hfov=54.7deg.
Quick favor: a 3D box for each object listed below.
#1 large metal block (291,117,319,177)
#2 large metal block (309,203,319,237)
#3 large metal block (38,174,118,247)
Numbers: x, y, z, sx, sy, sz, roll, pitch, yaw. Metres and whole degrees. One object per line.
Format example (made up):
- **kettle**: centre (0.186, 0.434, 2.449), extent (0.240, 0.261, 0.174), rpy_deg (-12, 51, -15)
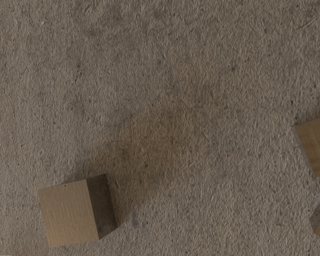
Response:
- **large metal block**: centre (0.185, 0.008, 0.314), extent (0.080, 0.080, 0.050), rpy_deg (-22, 83, 19)
- **large metal block**: centre (0.216, 0.092, 0.319), extent (0.080, 0.050, 0.080), rpy_deg (31, 100, 17)
- **large metal block**: centre (-0.115, 0.115, 0.436), extent (0.080, 0.050, 0.080), rpy_deg (-15, 85, 19)
